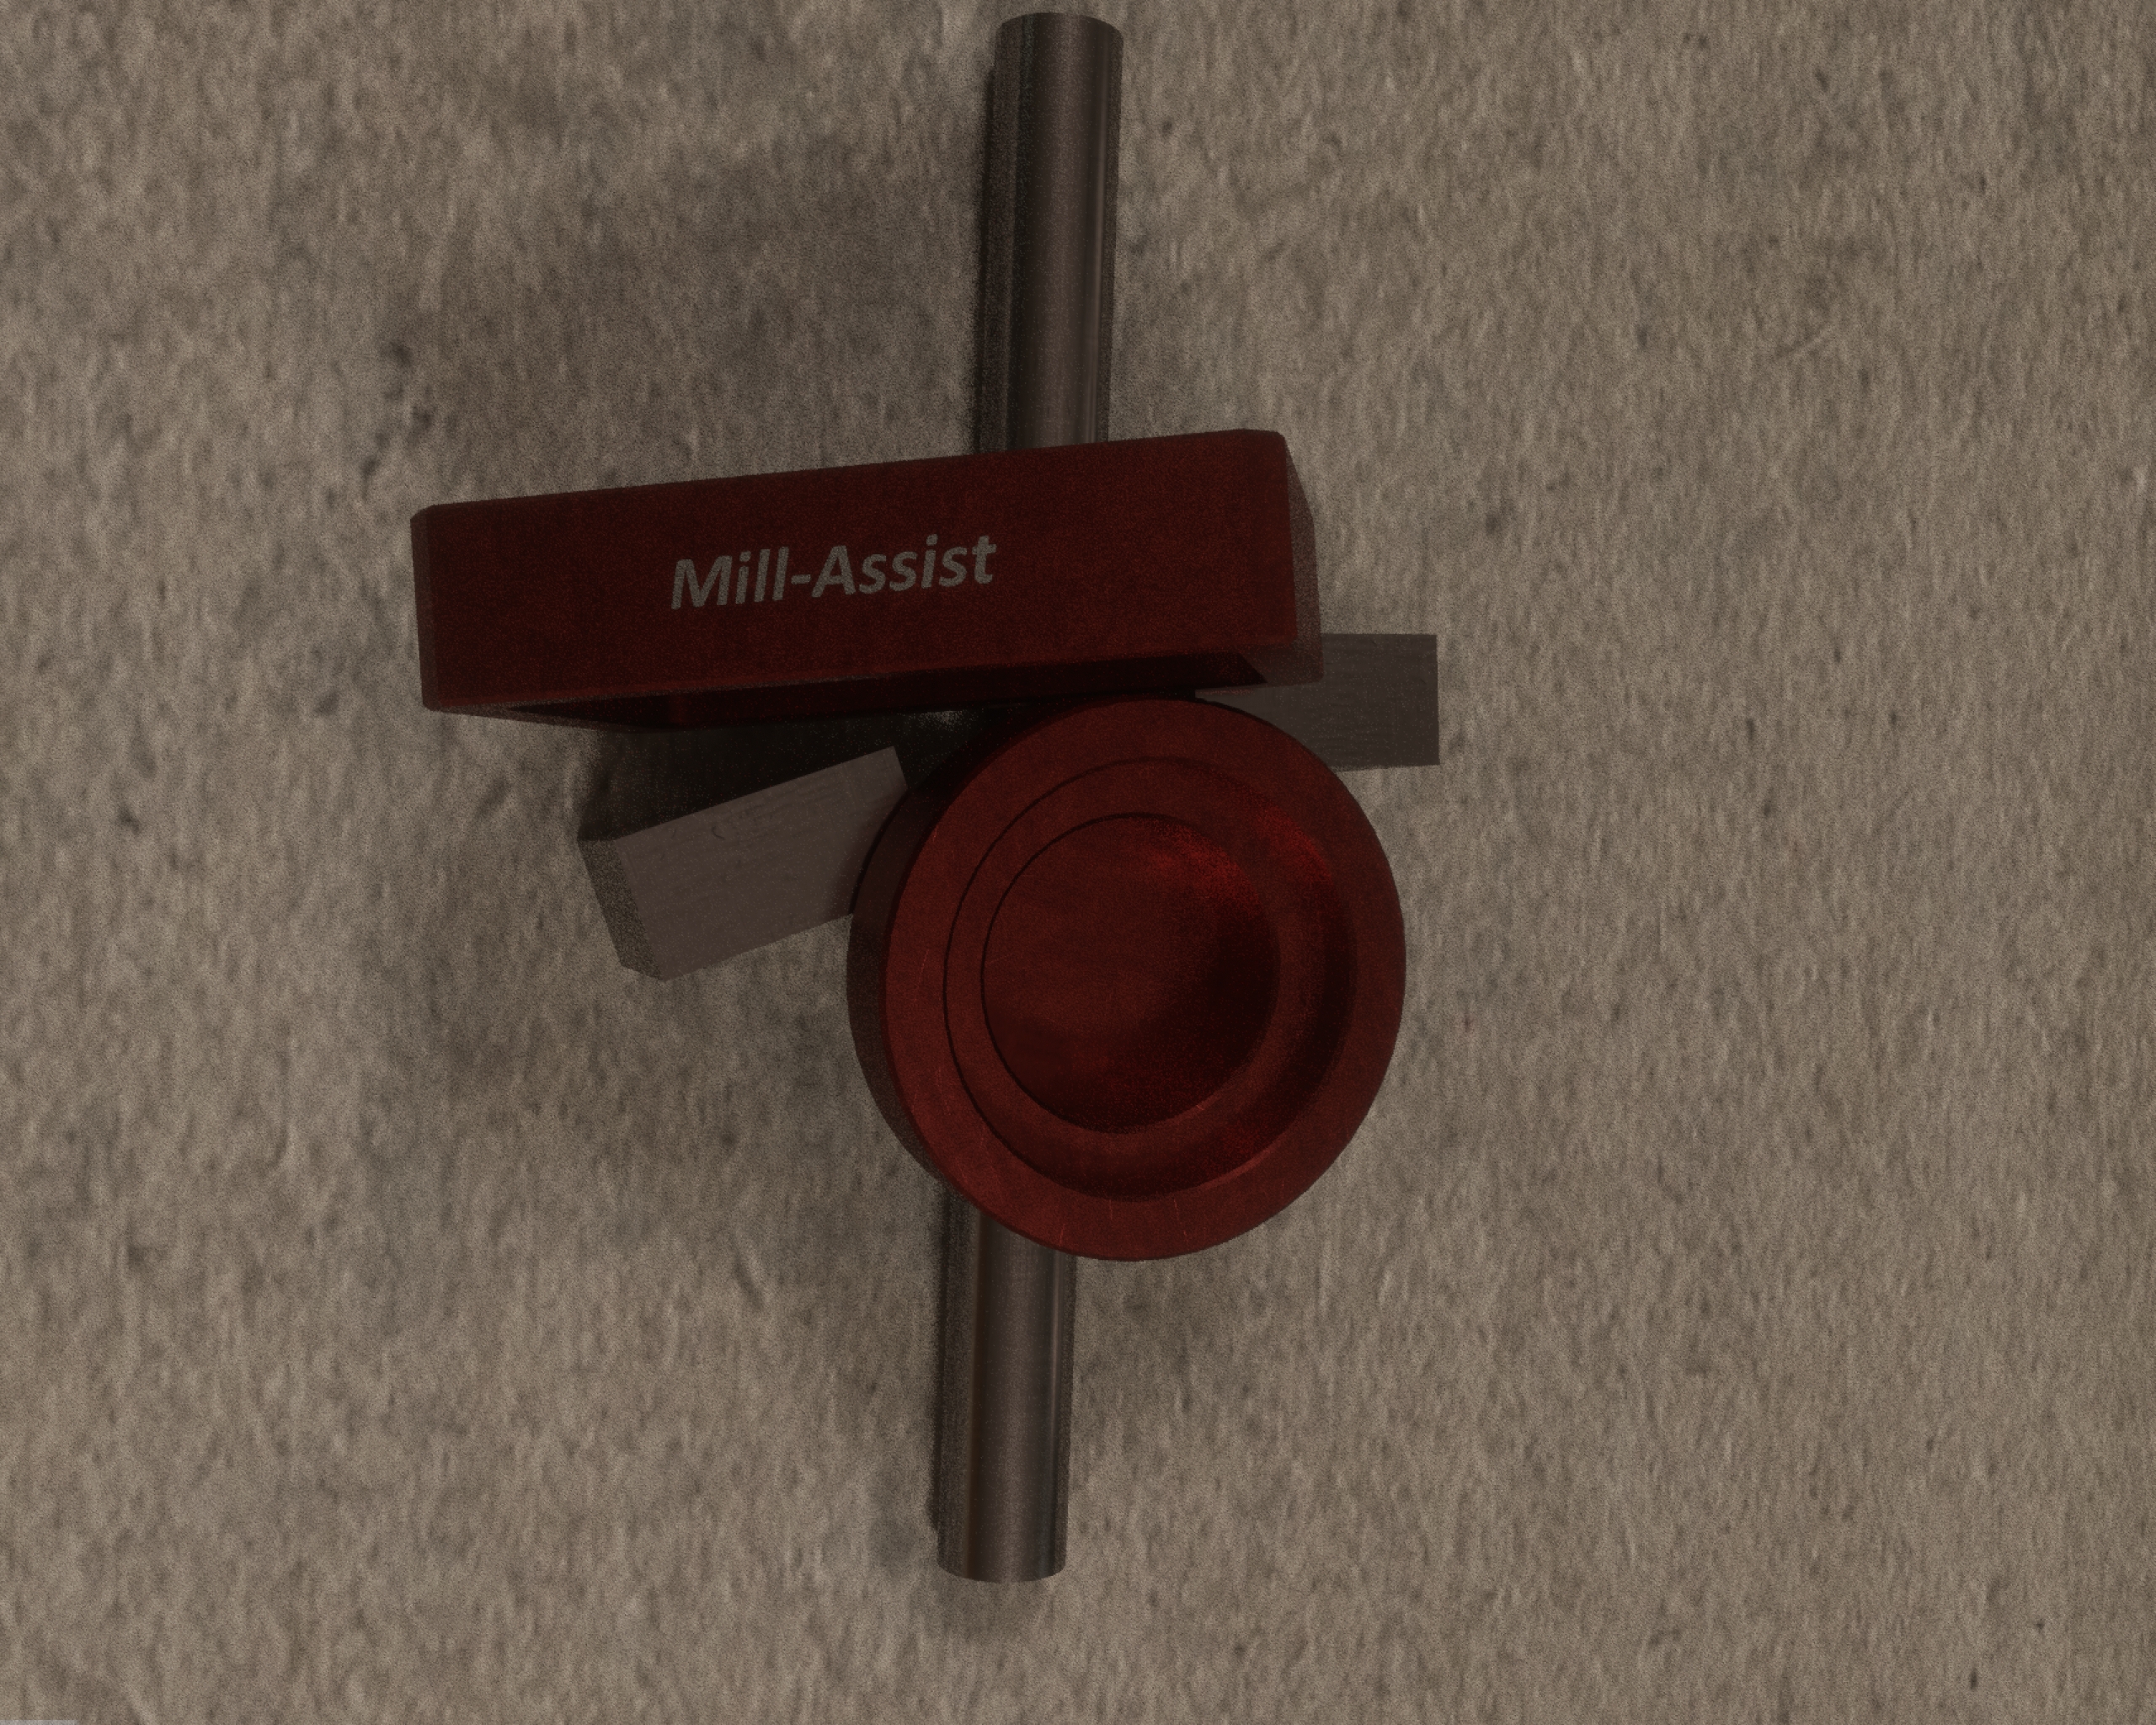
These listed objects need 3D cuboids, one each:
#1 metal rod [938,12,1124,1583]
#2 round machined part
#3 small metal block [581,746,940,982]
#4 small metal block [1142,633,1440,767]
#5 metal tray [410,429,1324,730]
[{"bbox_3d":[-0.009,-0.013,0.408,0.025,0.025,0.298,2,89,-20],"label":"metal rod"},{"bbox_3d":[0.006,0.019,0.375,0.099,0.042,0.097,-2,94,-22],"label":"round machined part"},{"bbox_3d":[-0.059,0.000,0.376,0.050,0.050,0.025,-20,97,-19],"label":"small metal block"},{"bbox_3d":[0.036,-0.030,0.411,0.050,0.050,0.025,-2,91,-20],"label":"small metal block"},{"bbox_3d":[-0.028,-0.042,0.341,0.131,0.090,0.030,-4,90,9],"label":"metal tray"}]
